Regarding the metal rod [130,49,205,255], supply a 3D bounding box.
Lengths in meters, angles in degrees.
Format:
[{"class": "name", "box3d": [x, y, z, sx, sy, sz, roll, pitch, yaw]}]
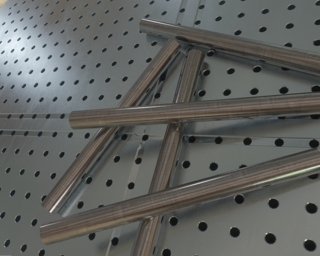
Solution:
[{"class": "metal rod", "box3d": [0.014, 0.027, 0.385, 0.025, 0.025, 0.300, 2, 63, 29]}]

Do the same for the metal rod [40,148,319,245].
[{"class": "metal rod", "box3d": [0.015, 0.075, 0.327, 0.301, 0.025, 0.025, -17, 55, 8]}]

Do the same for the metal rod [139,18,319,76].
[{"class": "metal rod", "box3d": [0.082, -0.123, 0.441, 0.300, 0.025, 0.025, 26, 76, 37]}]

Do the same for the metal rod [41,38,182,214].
[{"class": "metal rod", "box3d": [-0.064, -0.009, 0.448, 0.025, 0.025, 0.300, 28, 77, 37]}]

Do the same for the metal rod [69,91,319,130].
[{"class": "metal rod", "box3d": [0.030, -0.019, 0.374, 0.301, 0.025, 0.025, -3, 60, 15]}]
